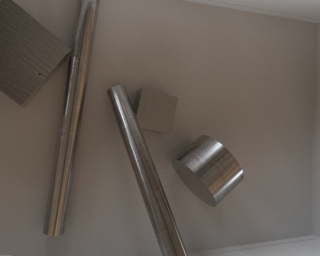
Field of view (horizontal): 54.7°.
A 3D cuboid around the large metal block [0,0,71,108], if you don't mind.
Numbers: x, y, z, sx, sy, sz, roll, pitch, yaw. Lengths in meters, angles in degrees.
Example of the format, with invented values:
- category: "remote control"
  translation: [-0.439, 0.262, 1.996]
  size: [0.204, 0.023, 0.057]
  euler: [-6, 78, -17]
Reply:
- category: "large metal block"
  translation: [-0.158, -0.079, 0.339]
  size: [0.080, 0.050, 0.080]
  euler: [40, 77, -16]

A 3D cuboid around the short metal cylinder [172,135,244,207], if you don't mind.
- category: "short metal cylinder"
  translation: [0.061, 0.056, 0.405]
  size: [0.050, 0.080, 0.080]
  euler: [-40, 103, -16]

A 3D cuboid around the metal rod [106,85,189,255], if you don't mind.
- category: "metal rod"
  translation: [-0.004, 0.082, 0.338]
  size: [0.025, 0.025, 0.299]
  euler: [-14, 67, -20]

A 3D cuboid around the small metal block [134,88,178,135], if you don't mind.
- category: "small metal block"
  translation: [-0.008, -0.021, 0.408]
  size: [0.050, 0.025, 0.050]
  euler: [13, 86, -20]

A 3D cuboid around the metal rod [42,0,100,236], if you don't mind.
- category: "metal rod"
  translation: [-0.105, -0.025, 0.372]
  size: [0.025, 0.025, 0.298]
  euler: [9, 87, -20]
